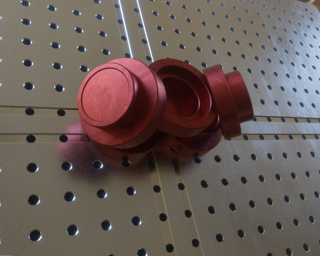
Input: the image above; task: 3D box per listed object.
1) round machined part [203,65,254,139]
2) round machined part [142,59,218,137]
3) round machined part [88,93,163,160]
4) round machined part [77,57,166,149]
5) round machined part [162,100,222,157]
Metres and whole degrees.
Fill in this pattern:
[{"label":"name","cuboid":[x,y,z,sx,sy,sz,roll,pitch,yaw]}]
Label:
[{"label":"round machined part","cuboid":[0.091,-0.037,0.405,0.042,0.098,0.098,-18,65,8]},{"label":"round machined part","cuboid":[0.017,-0.032,0.372,0.099,0.042,0.098,14,56,-21]},{"label":"round machined part","cuboid":[-0.040,-0.013,0.384,0.099,0.042,0.098,14,56,-21]},{"label":"round machined part","cuboid":[-0.047,-0.029,0.326,0.042,0.098,0.098,28,39,-62]},{"label":"round machined part","cuboid":[0.047,-0.013,0.432,0.099,0.042,0.098,14,56,-21]}]
